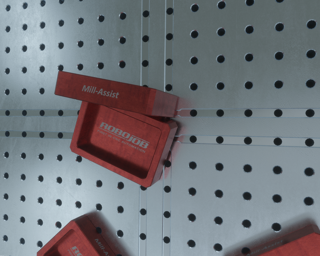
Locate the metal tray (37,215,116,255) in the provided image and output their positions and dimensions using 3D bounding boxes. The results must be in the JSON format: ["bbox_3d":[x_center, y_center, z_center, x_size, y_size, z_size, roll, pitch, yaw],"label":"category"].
[{"bbox_3d":[-0.108,0.205,0.446,0.090,0.030,0.130,-44,77,14],"label":"metal tray"}]

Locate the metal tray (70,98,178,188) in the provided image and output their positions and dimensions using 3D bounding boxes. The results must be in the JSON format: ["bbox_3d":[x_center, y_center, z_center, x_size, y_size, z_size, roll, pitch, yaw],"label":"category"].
[{"bbox_3d":[-0.052,0.013,0.420,0.130,0.030,0.089,23,104,17],"label":"metal tray"}]

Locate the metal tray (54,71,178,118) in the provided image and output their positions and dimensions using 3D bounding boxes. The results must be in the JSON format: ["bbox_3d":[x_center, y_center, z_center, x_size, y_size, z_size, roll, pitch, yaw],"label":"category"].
[{"bbox_3d":[-0.053,-0.042,0.395,0.130,0.090,0.030,13,95,19],"label":"metal tray"}]

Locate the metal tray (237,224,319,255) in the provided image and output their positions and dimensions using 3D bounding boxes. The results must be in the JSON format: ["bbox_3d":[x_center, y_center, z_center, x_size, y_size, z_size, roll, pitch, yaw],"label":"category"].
[{"bbox_3d":[0.144,0.181,0.359,0.130,0.030,0.090,-31,80,17],"label":"metal tray"}]
